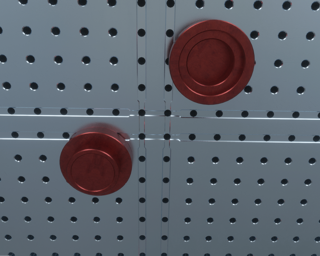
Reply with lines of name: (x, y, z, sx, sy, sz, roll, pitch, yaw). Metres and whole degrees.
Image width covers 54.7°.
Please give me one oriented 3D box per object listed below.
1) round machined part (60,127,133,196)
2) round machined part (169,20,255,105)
round machined part: (-0.087, 0.051, 0.422, 0.099, 0.042, 0.097, 0, 110, -1)
round machined part: (0.060, -0.081, 0.376, 0.099, 0.042, 0.097, 0, 110, -1)
